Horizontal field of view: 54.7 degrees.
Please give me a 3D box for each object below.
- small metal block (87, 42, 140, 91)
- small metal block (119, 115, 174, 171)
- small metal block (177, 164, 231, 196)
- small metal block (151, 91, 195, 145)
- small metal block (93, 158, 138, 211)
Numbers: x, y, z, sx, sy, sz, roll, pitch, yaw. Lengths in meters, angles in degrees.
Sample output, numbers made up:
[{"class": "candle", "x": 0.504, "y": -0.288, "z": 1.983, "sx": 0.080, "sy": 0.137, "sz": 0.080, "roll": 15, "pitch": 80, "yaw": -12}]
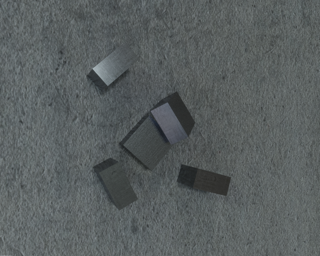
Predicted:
[{"class": "small metal block", "x": -0.058, "y": -0.073, "z": 0.374, "sx": 0.050, "sy": 0.050, "sz": 0.025, "roll": -44, "pitch": 104, "yaw": -15}, {"class": "small metal block", "x": -0.016, "y": 0.019, "z": 0.403, "sx": 0.050, "sy": 0.025, "sz": 0.050, "roll": 44, "pitch": 76, "yaw": -15}, {"class": "small metal block", "x": 0.058, "y": 0.069, "z": 0.417, "sx": 0.050, "sy": 0.050, "sz": 0.025, "roll": 16, "pitch": 85, "yaw": -19}, {"class": "small metal block", "x": 0.018, "y": -0.014, "z": 0.400, "sx": 0.025, "sy": 0.050, "sz": 0.050, "roll": -26, "pitch": 102, "yaw": 24}, {"class": "small metal block", "x": -0.055, "y": 0.066, "z": 0.375, "sx": 0.025, "sy": 0.050, "sz": 0.050, "roll": -29, "pitch": 100, "yaw": -18}]
